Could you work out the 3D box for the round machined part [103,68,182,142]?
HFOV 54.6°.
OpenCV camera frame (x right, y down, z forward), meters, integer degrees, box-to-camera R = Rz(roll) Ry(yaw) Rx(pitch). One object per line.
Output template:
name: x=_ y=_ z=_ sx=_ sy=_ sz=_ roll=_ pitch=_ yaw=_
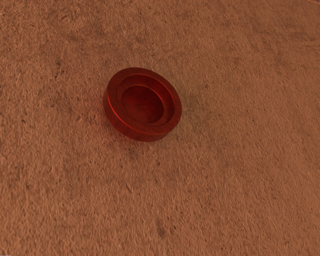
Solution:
round machined part: x=-0.025 y=-0.025 z=0.395 sx=0.099 sy=0.042 sz=0.098 roll=13 pitch=56 yaw=-21
